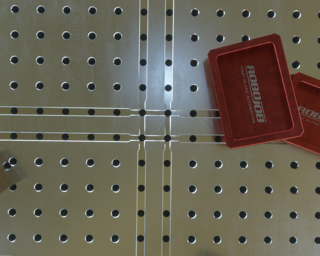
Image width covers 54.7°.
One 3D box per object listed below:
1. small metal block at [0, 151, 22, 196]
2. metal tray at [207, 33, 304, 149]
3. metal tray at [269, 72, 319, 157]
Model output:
[{"bbox_3d":[-0.224,0.066,0.411,0.050,0.025,0.050,-37,90,0],"label":"small metal block"},{"bbox_3d":[0.118,-0.044,0.392,0.090,0.030,0.129,-12,82,13],"label":"metal tray"},{"bbox_3d":[0.218,-0.009,0.413,0.131,0.030,0.090,21,90,-1],"label":"metal tray"}]
